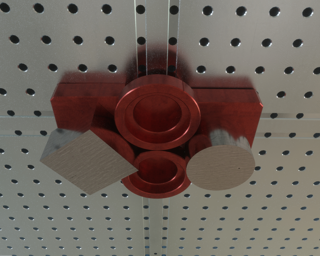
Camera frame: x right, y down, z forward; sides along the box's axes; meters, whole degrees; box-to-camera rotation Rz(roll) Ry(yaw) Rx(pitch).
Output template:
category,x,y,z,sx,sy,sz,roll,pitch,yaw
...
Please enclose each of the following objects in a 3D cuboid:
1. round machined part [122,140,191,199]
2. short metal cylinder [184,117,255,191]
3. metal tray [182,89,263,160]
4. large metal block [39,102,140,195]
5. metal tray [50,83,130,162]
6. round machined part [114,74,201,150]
category,x,y,z,sx,sy,sz,roll,pitch,yaw
round machined part,-0.004,0.052,0.433,0.099,0.042,0.097,0,130,0
short metal cylinder,0.071,0.032,0.383,0.081,0.050,0.079,0,130,0
metal tray,0.076,0.010,0.415,0.091,0.030,0.129,0,130,-1
large metal block,-0.081,0.028,0.378,0.080,0.050,0.080,-30,124,23
metal tray,-0.083,0.004,0.410,0.091,0.030,0.129,0,130,-2
round machined part,-0.003,-0.022,0.369,0.099,0.042,0.097,0,130,0
